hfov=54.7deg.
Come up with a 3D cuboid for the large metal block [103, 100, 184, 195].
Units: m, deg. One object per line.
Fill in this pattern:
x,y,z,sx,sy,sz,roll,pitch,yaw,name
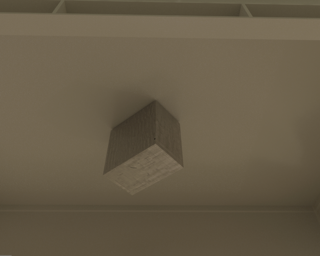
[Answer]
-0.020,0.025,0.390,0.080,0.080,0.050,-32,123,24,large metal block
